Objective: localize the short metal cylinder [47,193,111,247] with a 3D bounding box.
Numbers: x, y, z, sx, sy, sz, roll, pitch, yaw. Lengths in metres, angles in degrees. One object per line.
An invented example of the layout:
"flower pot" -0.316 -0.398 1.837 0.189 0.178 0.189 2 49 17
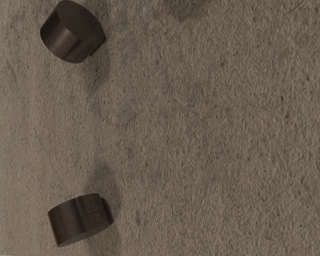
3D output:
"short metal cylinder" -0.121 0.139 0.467 0.080 0.081 0.050 -38 67 33

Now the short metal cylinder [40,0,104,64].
"short metal cylinder" -0.134 -0.147 0.477 0.050 0.081 0.080 -35 69 34
